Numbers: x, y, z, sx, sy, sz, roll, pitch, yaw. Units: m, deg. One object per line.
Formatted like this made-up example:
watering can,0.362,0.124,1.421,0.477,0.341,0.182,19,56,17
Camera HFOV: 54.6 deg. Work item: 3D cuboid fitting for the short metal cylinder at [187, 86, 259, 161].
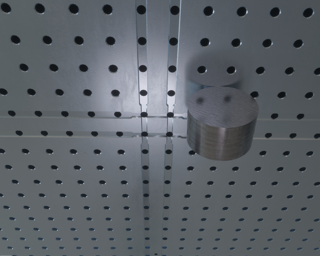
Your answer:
short metal cylinder,0.072,-0.007,0.370,0.080,0.080,0.050,-2,130,1
